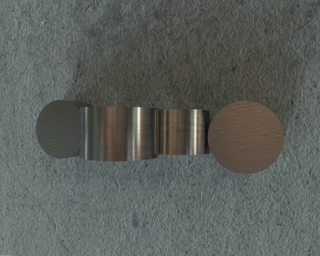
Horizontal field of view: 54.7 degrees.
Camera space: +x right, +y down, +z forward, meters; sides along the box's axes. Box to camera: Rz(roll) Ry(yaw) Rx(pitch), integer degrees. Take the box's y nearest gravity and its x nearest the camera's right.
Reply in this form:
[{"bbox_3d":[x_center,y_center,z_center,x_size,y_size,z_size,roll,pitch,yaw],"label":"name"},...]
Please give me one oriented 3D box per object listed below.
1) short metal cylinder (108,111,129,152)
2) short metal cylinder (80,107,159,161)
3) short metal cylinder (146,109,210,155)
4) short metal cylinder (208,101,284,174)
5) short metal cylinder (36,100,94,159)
[{"bbox_3d":[-0.056,0.003,0.401,0.080,0.080,0.050,0,90,20],"label":"short metal cylinder"},{"bbox_3d":[-0.042,0.004,0.322,0.080,0.080,0.050,1,92,20],"label":"short metal cylinder"},{"bbox_3d":[0.020,0.005,0.374,0.080,0.080,0.050,0,90,20],"label":"short metal cylinder"},{"bbox_3d":[0.100,0.010,0.361,0.080,0.050,0.080,0,91,19],"label":"short metal cylinder"},{"bbox_3d":[-0.126,0.002,0.441,0.080,0.050,0.080,0,90,19],"label":"short metal cylinder"}]
